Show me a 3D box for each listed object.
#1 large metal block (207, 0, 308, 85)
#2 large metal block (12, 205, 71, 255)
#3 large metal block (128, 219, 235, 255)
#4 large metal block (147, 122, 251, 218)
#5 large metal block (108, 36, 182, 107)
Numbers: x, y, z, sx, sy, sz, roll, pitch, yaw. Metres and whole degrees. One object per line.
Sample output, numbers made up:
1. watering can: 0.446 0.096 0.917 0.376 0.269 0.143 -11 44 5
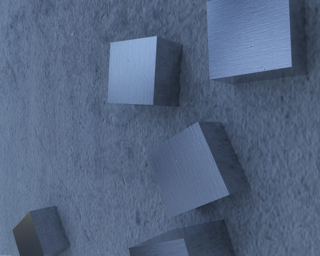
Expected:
1. large metal block: 0.096 -0.090 0.309 0.080 0.050 0.079 -3 88 39
2. large metal block: -0.218 0.201 0.565 0.080 0.050 0.080 -43 64 31
3. large metal block: 0.026 0.143 0.346 0.080 0.081 0.050 -26 74 37
4. large metal block: 0.042 0.047 0.353 0.080 0.050 0.080 -33 70 35
5. large metal block: -0.021 -0.070 0.404 0.080 0.050 0.079 6 94 39
